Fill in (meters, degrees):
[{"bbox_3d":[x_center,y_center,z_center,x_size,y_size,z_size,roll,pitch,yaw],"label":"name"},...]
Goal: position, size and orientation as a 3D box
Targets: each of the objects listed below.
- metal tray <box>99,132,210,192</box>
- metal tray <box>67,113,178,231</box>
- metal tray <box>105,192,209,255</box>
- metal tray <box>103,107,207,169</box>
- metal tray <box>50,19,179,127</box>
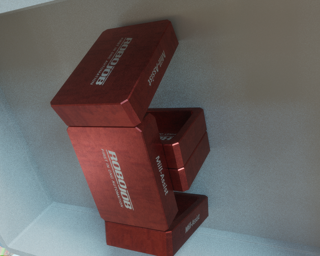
[{"bbox_3d":[-0.012,0.035,0.394,0.130,0.090,0.030,1,119,27],"label":"metal tray"},{"bbox_3d":[-0.038,0.048,0.336,0.090,0.030,0.129,0,119,27],"label":"metal tray"},{"bbox_3d":[0.001,0.119,0.410,0.090,0.131,0.030,0,97,27],"label":"metal tray"},{"bbox_3d":[-0.019,0.008,0.380,0.130,0.090,0.030,1,119,27],"label":"metal tray"},{"bbox_3d":[-0.043,-0.060,0.324,0.090,0.130,0.030,1,139,27],"label":"metal tray"}]
